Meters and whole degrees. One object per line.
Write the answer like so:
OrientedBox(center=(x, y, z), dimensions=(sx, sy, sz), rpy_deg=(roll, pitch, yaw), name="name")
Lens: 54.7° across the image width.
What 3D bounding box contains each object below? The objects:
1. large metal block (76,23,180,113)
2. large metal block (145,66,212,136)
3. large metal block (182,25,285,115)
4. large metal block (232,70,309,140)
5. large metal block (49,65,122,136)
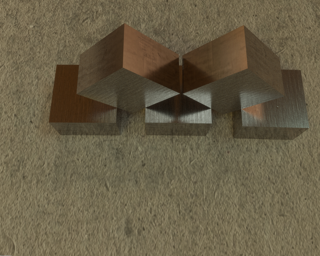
OrientedBox(center=(-0.035, -0.061, 0.349), dimensions=(0.080, 0.080, 0.050), rpy_deg=(18, 63, -42), name="large metal block")
OrientedBox(center=(0.023, -0.035, 0.409), dimensions=(0.081, 0.050, 0.080), rpy_deg=(1, 70, 0), name="large metal block")
OrientedBox(center=(0.082, -0.060, 0.352), dimensions=(0.080, 0.080, 0.050), rpy_deg=(-18, 63, 41), name="large metal block")
OrientedBox(center=(0.140, -0.030, 0.409), dimensions=(0.081, 0.050, 0.080), rpy_deg=(1, 70, 0), name="large metal block")
OrientedBox(center=(-0.093, -0.035, 0.408), dimensions=(0.081, 0.050, 0.080), rpy_deg=(0, 70, 0), name="large metal block")
